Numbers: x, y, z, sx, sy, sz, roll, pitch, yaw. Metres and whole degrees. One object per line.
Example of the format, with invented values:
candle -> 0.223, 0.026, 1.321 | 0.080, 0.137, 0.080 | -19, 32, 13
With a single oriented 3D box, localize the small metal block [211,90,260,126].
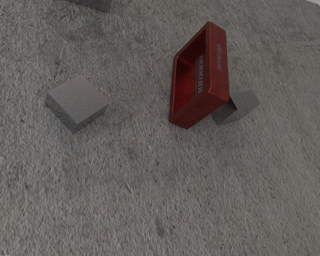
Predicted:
small metal block -> 0.112, -0.030, 0.467 | 0.050, 0.050, 0.025 | -13, 69, -34

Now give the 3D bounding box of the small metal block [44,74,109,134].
small metal block -> -0.098, -0.029, 0.368 | 0.050, 0.025, 0.050 | 46, 51, 4

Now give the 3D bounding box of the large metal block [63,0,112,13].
large metal block -> -0.104, -0.226, 0.450 | 0.081, 0.080, 0.050 | 10, 58, -23

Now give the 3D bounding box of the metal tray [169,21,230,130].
metal tray -> 0.053, -0.073, 0.432 | 0.030, 0.090, 0.130 | 23, 53, -24
